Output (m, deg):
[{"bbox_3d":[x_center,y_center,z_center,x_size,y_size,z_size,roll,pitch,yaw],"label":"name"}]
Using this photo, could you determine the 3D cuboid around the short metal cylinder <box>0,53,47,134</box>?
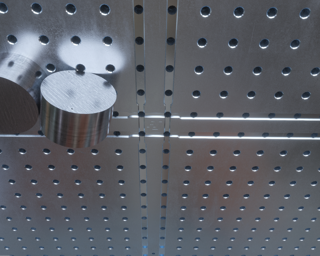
[{"bbox_3d":[-0.175,-0.039,0.359,0.081,0.050,0.079,0,130,0],"label":"short metal cylinder"}]

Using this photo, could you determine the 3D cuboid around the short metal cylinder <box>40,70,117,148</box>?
[{"bbox_3d":[-0.094,-0.023,0.355,0.081,0.080,0.050,11,129,-10],"label":"short metal cylinder"}]
